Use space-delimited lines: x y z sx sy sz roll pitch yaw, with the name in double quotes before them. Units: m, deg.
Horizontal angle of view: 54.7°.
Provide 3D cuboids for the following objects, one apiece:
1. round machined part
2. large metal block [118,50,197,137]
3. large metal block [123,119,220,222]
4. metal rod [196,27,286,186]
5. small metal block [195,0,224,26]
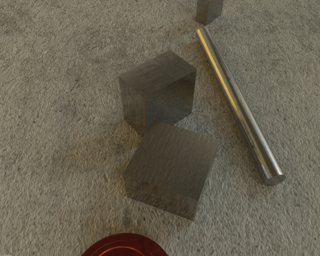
"round machined part" -0.034 0.140 0.274 0.099 0.042 0.098 0 50 0
"large metal block" -0.002 -0.042 0.402 0.080 0.080 0.050 -32 57 -24
"large metal block" 0.014 0.046 0.349 0.080 0.050 0.080 17 52 13
"metal rod" 0.103 -0.053 0.447 0.025 0.025 0.300 -8 51 -7
"small metal block" 0.094 -0.229 0.580 0.025 0.050 0.050 33 58 25
